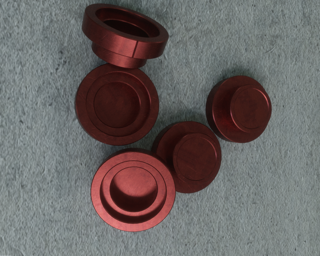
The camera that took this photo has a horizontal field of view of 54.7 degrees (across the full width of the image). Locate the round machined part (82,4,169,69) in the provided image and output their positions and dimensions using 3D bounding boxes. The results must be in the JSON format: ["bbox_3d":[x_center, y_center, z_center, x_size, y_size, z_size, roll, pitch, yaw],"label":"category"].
[{"bbox_3d":[-0.043,-0.105,0.365,0.099,0.098,0.042,9,127,-20],"label":"round machined part"}]

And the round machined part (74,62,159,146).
[{"bbox_3d":[-0.054,-0.028,0.380,0.099,0.042,0.097,0,90,-20],"label":"round machined part"}]

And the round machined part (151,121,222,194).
[{"bbox_3d":[0.040,0.039,0.415,0.099,0.042,0.097,0,90,-20],"label":"round machined part"}]

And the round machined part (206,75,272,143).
[{"bbox_3d":[0.119,-0.027,0.444,0.099,0.042,0.097,0,90,-20],"label":"round machined part"}]

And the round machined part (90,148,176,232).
[{"bbox_3d":[-0.031,0.072,0.378,0.099,0.042,0.097,0,98,-3],"label":"round machined part"}]
